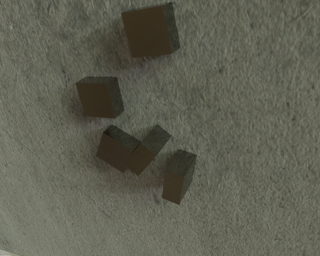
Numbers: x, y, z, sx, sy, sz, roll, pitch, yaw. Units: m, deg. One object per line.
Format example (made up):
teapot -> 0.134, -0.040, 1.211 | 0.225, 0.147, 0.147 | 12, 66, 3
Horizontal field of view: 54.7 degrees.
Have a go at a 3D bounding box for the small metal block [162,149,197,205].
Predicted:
small metal block -> 0.026, 0.065, 0.416 | 0.025, 0.050, 0.050 | 18, 126, 17

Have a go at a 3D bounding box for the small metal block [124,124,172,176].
small metal block -> -0.016, 0.030, 0.416 | 0.025, 0.050, 0.050 | 40, 129, 1

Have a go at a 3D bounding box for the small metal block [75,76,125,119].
small metal block -> -0.081, -0.042, 0.422 | 0.050, 0.025, 0.050 | 5, 121, 25

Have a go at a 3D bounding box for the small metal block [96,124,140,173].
small metal block -> -0.062, 0.031, 0.457 | 0.050, 0.025, 0.050 | 30, 128, 8

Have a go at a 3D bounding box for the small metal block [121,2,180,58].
small metal block -> -0.009, -0.108, 0.344 | 0.050, 0.025, 0.050 | 1, 119, 27
